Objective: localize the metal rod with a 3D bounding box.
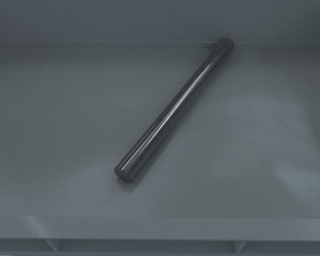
[{"bbox_3d":[0.035,-0.043,0.441,0.025,0.025,0.301,25,54,19],"label":"metal rod"}]
